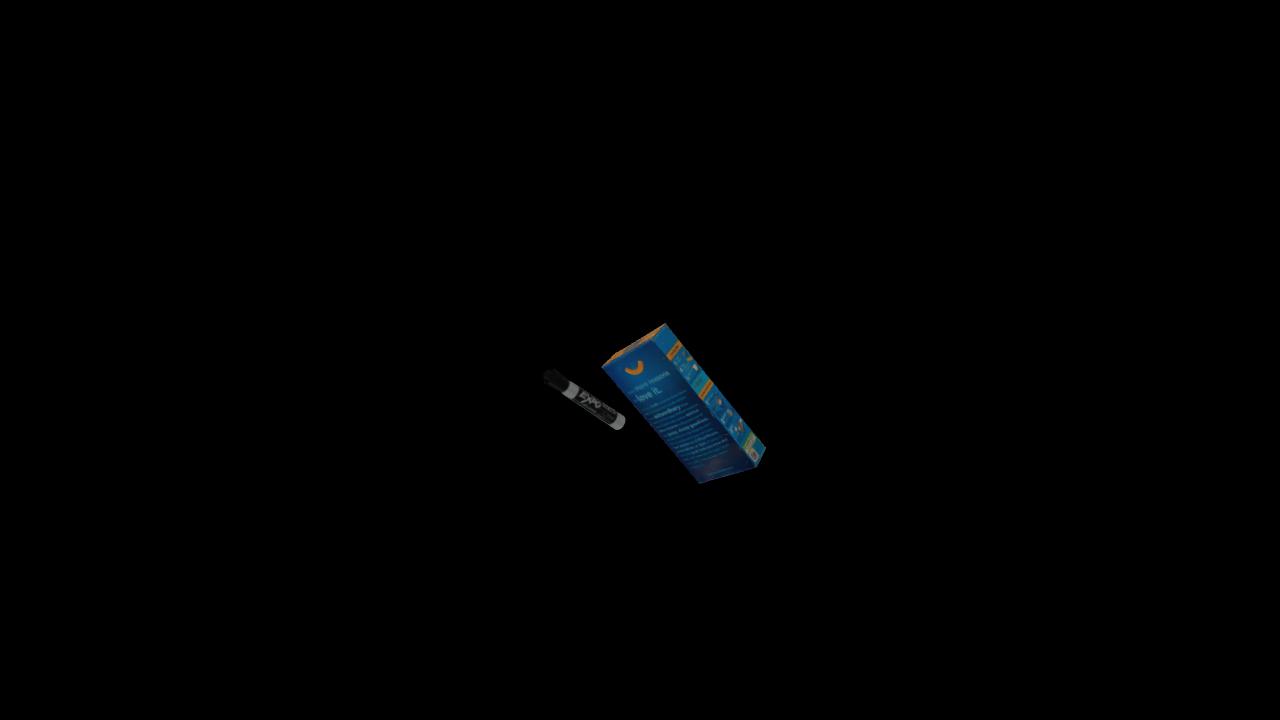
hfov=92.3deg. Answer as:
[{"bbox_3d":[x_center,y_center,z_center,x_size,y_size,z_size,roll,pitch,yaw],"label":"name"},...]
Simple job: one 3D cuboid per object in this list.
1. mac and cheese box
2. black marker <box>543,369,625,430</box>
[{"bbox_3d":[0.049,0.054,0.693,0.093,0.184,0.041,-28,15,45],"label":"mac and cheese box"},{"bbox_3d":[-0.061,0.044,0.684,0.020,0.020,0.121,0,-30,46],"label":"black marker"}]
